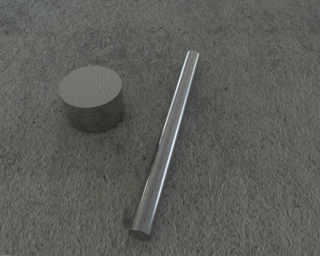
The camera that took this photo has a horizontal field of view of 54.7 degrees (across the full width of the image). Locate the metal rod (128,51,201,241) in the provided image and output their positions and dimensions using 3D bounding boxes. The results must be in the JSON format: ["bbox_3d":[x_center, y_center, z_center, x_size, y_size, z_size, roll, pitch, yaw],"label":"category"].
[{"bbox_3d":[0.016,-0.003,0.405,0.025,0.025,0.300,11,51,9],"label":"metal rod"}]

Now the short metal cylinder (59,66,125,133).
[{"bbox_3d":[-0.090,-0.039,0.419,0.081,0.050,0.080,0,50,0],"label":"short metal cylinder"}]
